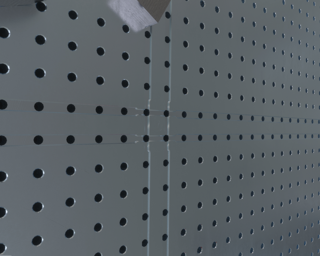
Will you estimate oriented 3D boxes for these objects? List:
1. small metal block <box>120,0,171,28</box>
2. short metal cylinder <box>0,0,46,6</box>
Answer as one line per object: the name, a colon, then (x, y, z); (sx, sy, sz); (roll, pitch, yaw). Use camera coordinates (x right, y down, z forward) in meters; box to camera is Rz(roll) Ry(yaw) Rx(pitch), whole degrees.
small metal block: (-0.017, -0.167, 0.395); (0.050, 0.025, 0.050); (40, 66, -33)
short metal cylinder: (-0.126, -0.143, 0.268); (0.081, 0.080, 0.050); (-22, 104, -38)
